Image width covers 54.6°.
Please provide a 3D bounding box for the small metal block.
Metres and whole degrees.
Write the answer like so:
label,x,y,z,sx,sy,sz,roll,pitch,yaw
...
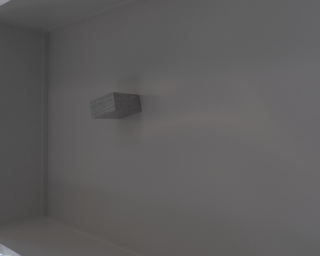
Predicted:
label,x,y,z,sx,sy,sz,roll,pitch,yaw
small metal block,-0.063,-0.031,0.444,0.050,0.050,0.025,-15,81,39
